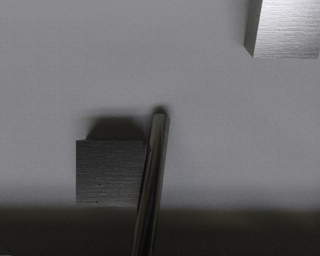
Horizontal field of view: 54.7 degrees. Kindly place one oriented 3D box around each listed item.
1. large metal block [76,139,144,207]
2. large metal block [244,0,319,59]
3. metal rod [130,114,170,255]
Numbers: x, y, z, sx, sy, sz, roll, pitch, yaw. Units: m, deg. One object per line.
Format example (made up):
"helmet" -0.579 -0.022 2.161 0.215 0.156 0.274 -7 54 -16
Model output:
"large metal block" -0.061 0.055 0.398 0.081 0.050 0.079 0 90 -1
"large metal block" 0.156 -0.133 0.384 0.081 0.050 0.079 0 121 -1
"metal rod" -0.016 0.113 0.333 0.025 0.025 0.300 8 57 0
